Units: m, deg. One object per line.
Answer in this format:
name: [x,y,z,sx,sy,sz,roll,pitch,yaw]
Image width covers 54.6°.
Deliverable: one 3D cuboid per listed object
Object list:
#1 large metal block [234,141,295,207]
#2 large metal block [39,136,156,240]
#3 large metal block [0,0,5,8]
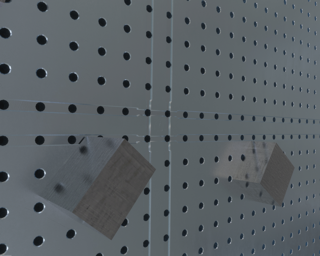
large metal block: [0.186,0.080,0.547,0.080,0.050,0.080,44,63,-31]
large metal block: [-0.064,0.056,0.319,0.050,0.080,0.080,48,61,-29]
large metal block: [-0.167,-0.149,0.252,0.081,0.050,0.080,14,81,-39]
